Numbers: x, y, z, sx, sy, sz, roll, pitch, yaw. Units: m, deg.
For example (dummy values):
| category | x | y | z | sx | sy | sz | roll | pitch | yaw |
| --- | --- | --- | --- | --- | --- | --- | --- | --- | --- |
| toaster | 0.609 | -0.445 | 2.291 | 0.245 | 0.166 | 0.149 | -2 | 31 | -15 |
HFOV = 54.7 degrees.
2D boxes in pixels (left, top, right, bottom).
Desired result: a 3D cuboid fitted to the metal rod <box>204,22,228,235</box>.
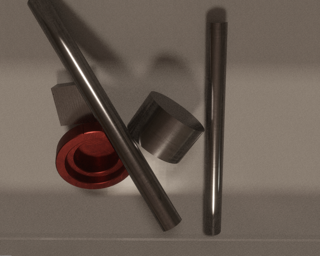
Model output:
| category | x | y | z | sx | sy | sz | roll | pitch | yaw |
| --- | --- | --- | --- | --- | --- | --- | --- | --- | --- |
| metal rod | 0.073 | 0.015 | 0.417 | 0.025 | 0.025 | 0.298 | -2 | 110 | 0 |

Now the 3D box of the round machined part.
| category | x | y | z | sx | sy | sz | roll | pitch | yaw |
| --- | --- | --- | --- | --- | --- | --- | --- | --- | --- |
| round machined part | -0.083 | 0.031 | 0.402 | 0.099 | 0.042 | 0.097 | -8 | 128 | -9 |

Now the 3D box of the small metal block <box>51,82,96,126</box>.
| category | x | y | z | sx | sy | sz | roll | pitch | yaw |
| --- | --- | --- | --- | --- | --- | --- | --- | --- | --- |
| small metal block | -0.105 | -0.033 | 0.398 | 0.050 | 0.025 | 0.050 | -7 | 110 | 2 |

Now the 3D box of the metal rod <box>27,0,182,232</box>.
| category | x | y | z | sx | sy | sz | roll | pitch | yaw |
| --- | --- | --- | --- | --- | --- | --- | --- | --- | --- |
| metal rod | -0.064 | -0.019 | 0.353 | 0.025 | 0.025 | 0.299 | -31 | 89 | 10 |

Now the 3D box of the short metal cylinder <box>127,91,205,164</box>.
| category | x | y | z | sx | sy | sz | roll | pitch | yaw |
| --- | --- | --- | --- | --- | --- | --- | --- | --- | --- |
| short metal cylinder | 0.007 | -0.001 | 0.382 | 0.080 | 0.080 | 0.050 | 33 | 107 | -12 |
